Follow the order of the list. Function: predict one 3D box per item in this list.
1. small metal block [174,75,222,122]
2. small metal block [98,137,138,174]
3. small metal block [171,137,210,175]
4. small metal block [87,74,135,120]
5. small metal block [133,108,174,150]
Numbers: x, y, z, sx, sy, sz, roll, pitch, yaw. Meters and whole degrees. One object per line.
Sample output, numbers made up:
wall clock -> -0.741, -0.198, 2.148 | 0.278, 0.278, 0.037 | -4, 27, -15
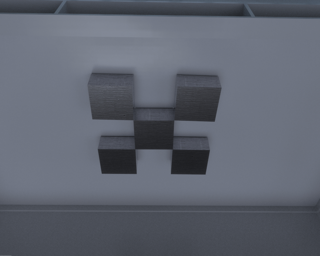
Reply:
small metal block -> 0.044, -0.035, 0.376 | 0.050, 0.025, 0.050 | 2, 130, -2
small metal block -> -0.058, 0.039, 0.439 | 0.050, 0.025, 0.050 | 0, 130, -1
small metal block -> 0.041, 0.040, 0.440 | 0.050, 0.025, 0.050 | 1, 130, -1
small metal block -> -0.057, -0.037, 0.374 | 0.050, 0.025, 0.050 | 1, 130, -1
small metal block -> -0.008, 0.002, 0.407 | 0.050, 0.025, 0.050 | 0, 130, -1
